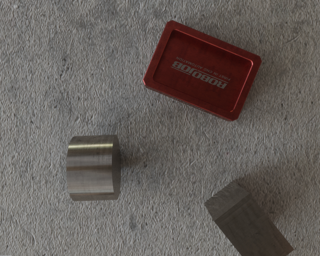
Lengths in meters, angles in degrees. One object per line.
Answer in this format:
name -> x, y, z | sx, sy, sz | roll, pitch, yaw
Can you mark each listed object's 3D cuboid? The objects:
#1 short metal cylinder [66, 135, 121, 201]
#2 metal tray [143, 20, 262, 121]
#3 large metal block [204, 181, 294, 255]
short metal cylinder -> -0.078, 0.049, 0.382 | 0.050, 0.080, 0.079 | -2, 90, 0
metal tray -> 0.054, -0.073, 0.407 | 0.131, 0.030, 0.090 | 22, 90, 0
large metal block -> 0.105, 0.119, 0.383 | 0.050, 0.080, 0.080 | -38, 90, 0
